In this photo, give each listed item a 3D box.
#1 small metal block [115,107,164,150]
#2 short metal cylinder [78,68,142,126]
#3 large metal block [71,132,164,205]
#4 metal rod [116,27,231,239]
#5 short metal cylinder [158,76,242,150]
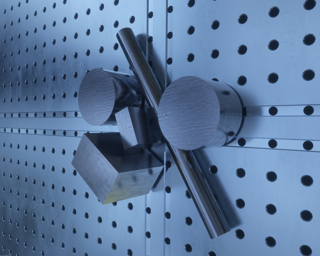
[{"bbox_3d":[-0.027,0.001,0.410,0.025,0.050,0.050,-27,73,37],"label":"small metal block"},{"bbox_3d":[-0.073,-0.043,0.449,0.080,0.050,0.079,0,90,40],"label":"short metal cylinder"},{"bbox_3d":[-0.057,0.049,0.414,0.080,0.081,0.050,42,116,32],"label":"large metal block"},{"bbox_3d":[0.009,-0.008,0.397,0.025,0.025,0.299,-38,67,33],"label":"metal rod"},{"bbox_3d":[0.045,-0.016,0.351,0.080,0.050,0.079,0,90,40],"label":"short metal cylinder"}]
